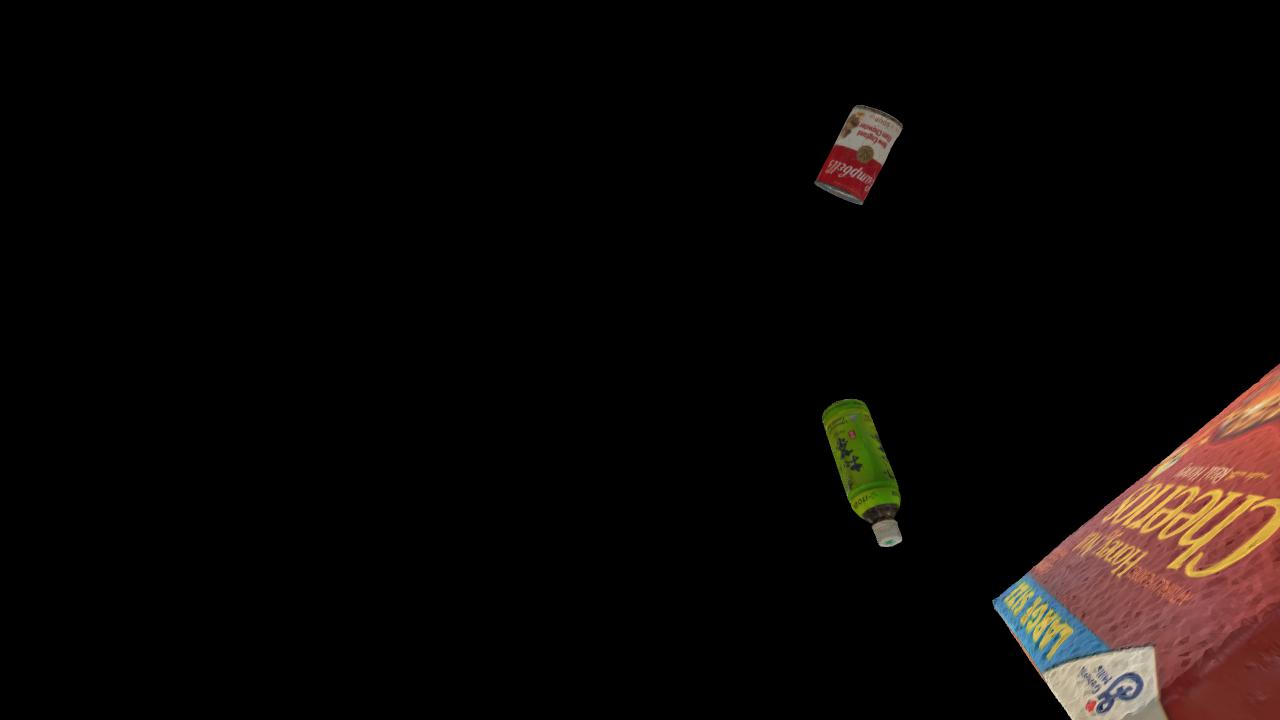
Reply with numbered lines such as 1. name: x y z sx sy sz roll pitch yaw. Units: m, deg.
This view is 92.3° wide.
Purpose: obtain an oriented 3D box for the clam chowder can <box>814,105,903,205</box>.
1. clam chowder can: 0.274 -0.256 0.772 0.068 0.102 0.068 24 14 -6

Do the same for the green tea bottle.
1. green tea bottle: 0.316 0.156 0.862 0.073 0.212 0.073 -4 -39 -4

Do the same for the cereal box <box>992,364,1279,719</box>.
1. cereal box: 0.291 0.046 0.235 0.081 0.306 0.203 48 12 21
